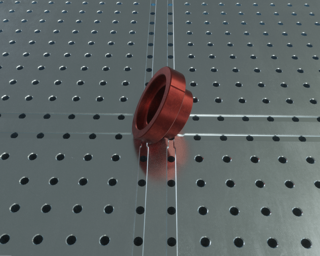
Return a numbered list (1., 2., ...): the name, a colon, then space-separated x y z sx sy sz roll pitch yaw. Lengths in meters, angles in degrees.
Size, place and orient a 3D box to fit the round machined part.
1. round machined part: 0.006 -0.025 0.394 0.042 0.098 0.098 23 47 -21
